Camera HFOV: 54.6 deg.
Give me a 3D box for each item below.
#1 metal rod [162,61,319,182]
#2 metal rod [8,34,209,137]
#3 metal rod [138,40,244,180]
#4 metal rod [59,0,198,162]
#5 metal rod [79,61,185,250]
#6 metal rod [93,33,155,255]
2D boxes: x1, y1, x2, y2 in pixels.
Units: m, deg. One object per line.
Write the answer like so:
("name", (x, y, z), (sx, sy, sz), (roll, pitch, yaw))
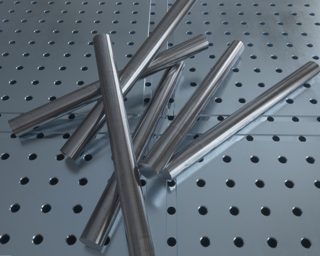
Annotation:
("metal rod", (0.123, -0.021, 0.425), (0.302, 0.025, 0.025), (-32, 57, -24))
("metal rod", (-0.062, -0.066, 0.442), (0.302, 0.025, 0.025), (-27, 55, -14))
("metal rod", (0.059, -0.045, 0.429), (0.025, 0.025, 0.301), (23, 48, 18))
("metal rod", (-0.032, -0.084, 0.424), (0.025, 0.025, 0.300), (27, 71, 21))
("metal rod", (-0.021, 0.007, 0.401), (0.025, 0.025, 0.301), (15, 51, 12))
("metal rod", (-0.045, 0.013, 0.352), (0.025, 0.025, 0.299), (-10, 64, -8))
